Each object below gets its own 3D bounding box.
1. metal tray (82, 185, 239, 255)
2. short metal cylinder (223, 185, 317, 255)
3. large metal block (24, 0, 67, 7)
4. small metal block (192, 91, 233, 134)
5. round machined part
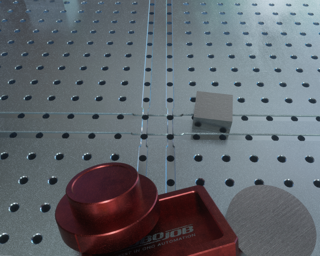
[{"bbox_3d":[-0.005,0.104,0.291,0.131,0.030,0.090,-12,24,-9],"label":"metal tray"},{"bbox_3d":[0.102,0.104,0.305,0.081,0.050,0.080,0,50,0],"label":"short metal cylinder"},{"bbox_3d":[-0.231,-0.295,0.638,0.080,0.050,0.080,3,50,3],"label":"large metal block"},{"bbox_3d":[0.073,-0.022,0.427,0.050,0.025,0.050,7,50,6],"label":"small metal block"},{"bbox_3d":[-0.051,0.068,0.298,0.099,0.042,0.098,-7,24,3],"label":"round machined part"}]
